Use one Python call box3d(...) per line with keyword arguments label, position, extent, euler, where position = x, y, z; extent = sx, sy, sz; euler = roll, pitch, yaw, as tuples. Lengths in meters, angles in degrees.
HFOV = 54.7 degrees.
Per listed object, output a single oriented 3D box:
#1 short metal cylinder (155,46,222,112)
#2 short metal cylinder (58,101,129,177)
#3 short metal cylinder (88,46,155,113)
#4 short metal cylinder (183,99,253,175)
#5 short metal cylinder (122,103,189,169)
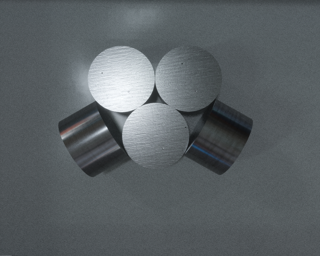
box3d(label="short metal cylinder", position=(0.034, -0.060, 0.397), extent=(0.081, 0.050, 0.080), euler=(0, 90, 0))
box3d(label="short metal cylinder", position=(-0.079, 0.013, 0.382), extent=(0.050, 0.080, 0.080), euler=(-30, 90, 0))
box3d(label="short metal cylinder", position=(-0.046, -0.059, 0.397), extent=(0.081, 0.050, 0.080), euler=(0, 90, 0))
box3d(label="short metal cylinder", position=(0.070, 0.011, 0.382), extent=(0.050, 0.080, 0.080), euler=(30, 90, 0))
box3d(label="short metal cylinder", position=(-0.005, 0.009, 0.397), extent=(0.081, 0.050, 0.080), euler=(0, 90, 0))
